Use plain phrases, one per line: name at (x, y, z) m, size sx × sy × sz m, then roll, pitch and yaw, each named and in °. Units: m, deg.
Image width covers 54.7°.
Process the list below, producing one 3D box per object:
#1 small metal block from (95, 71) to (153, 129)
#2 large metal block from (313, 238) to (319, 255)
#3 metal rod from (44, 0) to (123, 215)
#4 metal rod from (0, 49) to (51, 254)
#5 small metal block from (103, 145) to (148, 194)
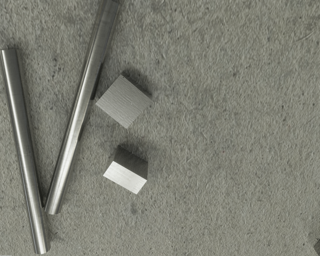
small metal block at (-0.045, -0.036, 0.396) m, size 0.050 × 0.025 × 0.050 m, roll 40°, pitch 105°, yaw -14°
large metal block at (0.299, 0.180, 0.467) m, size 0.080 × 0.050 × 0.079 m, roll 21°, pitch 109°, yaw -8°
metal rod at (-0.106, -0.014, 0.403) m, size 0.025 × 0.025 × 0.298 m, roll 19°, pitch 109°, yaw -7°
metal rod at (-0.181, 0.045, 0.423) m, size 0.025 × 0.025 × 0.298 m, roll 0°, pitch 110°, yaw 0°
small metal block at (-0.044, 0.055, 0.416) m, size 0.050 × 0.050 × 0.025 m, roll 32°, pitch 107°, yaw -12°
